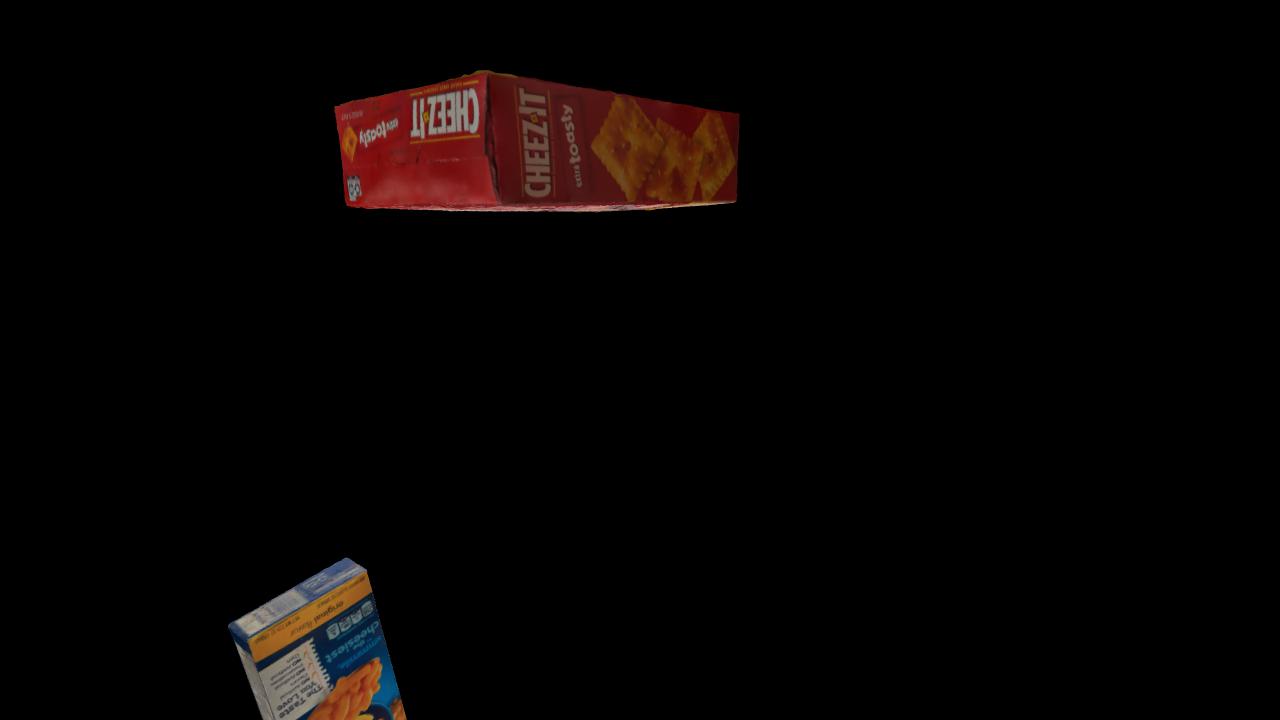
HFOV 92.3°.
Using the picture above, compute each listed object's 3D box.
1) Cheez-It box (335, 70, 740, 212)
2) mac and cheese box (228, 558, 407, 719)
[{"bbox_3d":[-0.060,-0.136,0.419,0.166,0.071,0.223,10,18,40],"label":"Cheez-It box"},{"bbox_3d":[-0.248,0.265,0.492,0.041,0.184,0.093,6,21,36],"label":"mac and cheese box"}]
